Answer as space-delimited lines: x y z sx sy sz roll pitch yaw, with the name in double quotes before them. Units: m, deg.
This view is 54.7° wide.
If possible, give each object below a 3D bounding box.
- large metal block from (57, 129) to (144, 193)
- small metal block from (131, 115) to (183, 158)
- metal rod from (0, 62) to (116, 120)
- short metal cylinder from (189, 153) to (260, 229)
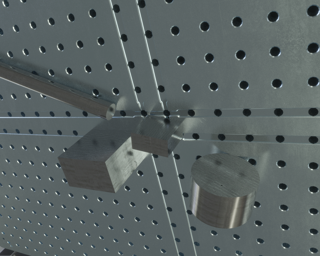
"large metal block" -0.083 0.044 0.447 0.080 0.080 0.050 2 119 27
"small metal block" -0.003 0.009 0.402 0.050 0.050 0.025 12 123 22
"metal rod" -0.204 -0.074 0.473 0.301 0.025 0.025 21 126 15
"short metal cylinder" 0.077 0.075 0.381 0.080 0.080 0.050 14 124 20
